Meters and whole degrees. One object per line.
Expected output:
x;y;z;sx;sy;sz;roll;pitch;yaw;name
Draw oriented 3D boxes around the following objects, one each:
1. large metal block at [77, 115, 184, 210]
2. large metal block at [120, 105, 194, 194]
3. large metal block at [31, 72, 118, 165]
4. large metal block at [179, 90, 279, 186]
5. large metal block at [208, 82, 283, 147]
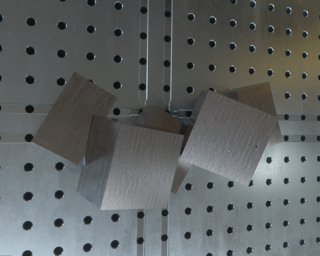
-0.030;0.036;0.319;0.081;0.050;0.080;11;93;-41;large metal block
-0.002;0.027;0.399;0.080;0.050;0.080;34;79;-17;large metal block
-0.098;-0.010;0.347;0.050;0.080;0.080;32;80;-18;large metal block
0.073;0.008;0.354;0.080;0.050;0.080;22;96;-4;large metal block
0.113;-0.014;0.426;0.050;0.080;0.080;-17;96;-19;large metal block
